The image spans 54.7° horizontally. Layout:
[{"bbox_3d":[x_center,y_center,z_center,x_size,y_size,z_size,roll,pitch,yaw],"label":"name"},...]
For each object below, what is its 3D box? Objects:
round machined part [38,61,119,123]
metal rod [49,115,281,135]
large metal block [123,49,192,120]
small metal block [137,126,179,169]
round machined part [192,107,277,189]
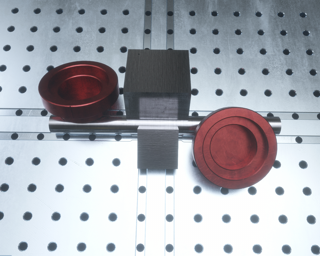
[{"bbox_3d":[-0.102,-0.044,0.404,0.099,0.042,0.098,0,44,0],"label":"round machined part"},{"bbox_3d":[0.007,-0.004,0.414,0.302,0.025,0.025,1,70,0],"label":"metal rod"},{"bbox_3d":[-0.003,-0.058,0.407,0.081,0.050,0.080,1,52,0],"label":"large metal block"},{"bbox_3d":[-0.003,0.024,0.392,0.050,0.025,0.050,1,99,0],"label":"small metal block"},{"bbox_3d":[0.088,0.022,0.382,0.099,0.042,0.097,0,95,0],"label":"round machined part"}]
